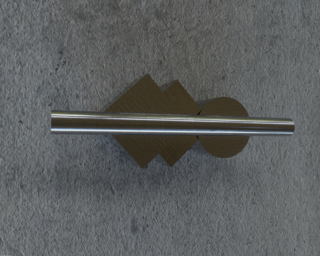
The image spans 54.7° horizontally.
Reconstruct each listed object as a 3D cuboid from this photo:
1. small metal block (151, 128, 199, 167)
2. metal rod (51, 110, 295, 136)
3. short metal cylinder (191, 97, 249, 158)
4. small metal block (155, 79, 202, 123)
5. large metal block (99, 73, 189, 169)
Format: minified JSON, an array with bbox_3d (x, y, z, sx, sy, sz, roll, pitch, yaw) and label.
[{"bbox_3d":[0.015,0.022,0.404,0.050,0.050,0.025,-44,104,-15],"label":"small metal block"},{"bbox_3d":[0.031,-0.004,0.367,0.302,0.025,0.025,1,90,-20],"label":"metal rod"},{"bbox_3d":[0.075,-0.001,0.424,0.081,0.050,0.080,0,90,-20],"label":"short metal cylinder"},{"bbox_3d":[0.019,-0.033,0.405,0.025,0.050,0.050,-44,105,-14],"label":"small metal block"},{"bbox_3d":[-0.026,-0.008,0.386,0.080,0.050,0.080,-44,104,-15],"label":"large metal block"}]
